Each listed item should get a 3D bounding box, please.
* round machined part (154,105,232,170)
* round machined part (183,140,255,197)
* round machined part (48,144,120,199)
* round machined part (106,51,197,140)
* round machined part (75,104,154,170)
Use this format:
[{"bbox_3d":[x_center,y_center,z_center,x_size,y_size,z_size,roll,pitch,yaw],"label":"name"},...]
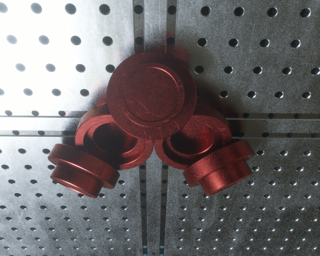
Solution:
[{"bbox_3d":[0.042,0.008,0.408,0.099,0.042,0.097,-1,130,0],"label":"round machined part"},{"bbox_3d":[0.084,0.058,0.416,0.099,0.042,0.098,-24,162,-8],"label":"round machined part"},{"bbox_3d":[-0.108,0.063,0.422,0.098,0.042,0.098,20,158,9],"label":"round machined part"},{"bbox_3d":[-0.009,-0.035,0.337,0.099,0.042,0.097,0,92,-1],"label":"round machined part"},{"bbox_3d":[-0.057,0.007,0.405,0.099,0.042,0.097,-1,130,0],"label":"round machined part"}]
